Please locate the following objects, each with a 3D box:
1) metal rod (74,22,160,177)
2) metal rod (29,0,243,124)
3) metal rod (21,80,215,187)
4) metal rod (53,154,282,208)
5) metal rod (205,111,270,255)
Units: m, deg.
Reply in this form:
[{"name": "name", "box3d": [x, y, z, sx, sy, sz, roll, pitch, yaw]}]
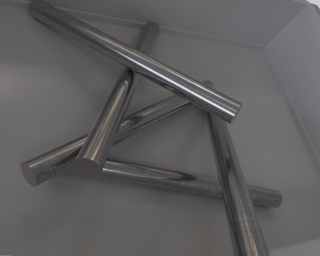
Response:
[{"name": "metal rod", "box3d": [-0.038, -0.061, 0.384, 0.025, 0.025, 0.300, 28, 40, -11]}, {"name": "metal rod", "box3d": [-0.042, -0.088, 0.373, 0.300, 0.025, 0.025, 31, 49, 17]}, {"name": "metal rod", "box3d": [-0.021, -0.011, 0.380, 0.302, 0.025, 0.025, -28, 78, -44]}, {"name": "metal rod", "box3d": [0.024, 0.065, 0.377, 0.302, 0.025, 0.025, 14, 56, -21]}, {"name": "metal rod", "box3d": [0.073, 0.034, 0.342, 0.025, 0.025, 0.300, 27, 26, -12]}]
